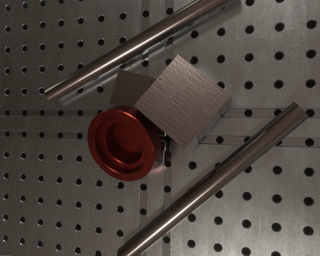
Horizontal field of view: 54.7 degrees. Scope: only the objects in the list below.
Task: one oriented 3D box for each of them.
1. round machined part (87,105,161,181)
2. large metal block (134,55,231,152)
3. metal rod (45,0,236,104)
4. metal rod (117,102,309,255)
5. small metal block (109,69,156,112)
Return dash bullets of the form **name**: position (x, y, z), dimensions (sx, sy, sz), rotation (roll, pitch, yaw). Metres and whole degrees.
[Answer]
- **round machined part**: position (-0.042, 0.017, 0.407), dimensions (0.098, 0.042, 0.097), rotation (9, 113, 23)
- **large metal block**: position (0.030, -0.028, 0.381), dimensions (0.080, 0.050, 0.080), rotation (41, 91, 15)
- **metal rod**: position (-0.036, -0.110, 0.424), dimensions (0.300, 0.025, 0.025), rotation (-26, 82, 17)
- **metal rod**: position (0.056, 0.078, 0.392), dimensions (0.299, 0.025, 0.025), rotation (-43, 77, 14)
- **small metal block**: position (-0.036, -0.049, 0.424), dimensions (0.050, 0.025, 0.050), rotation (18, 96, 18)
